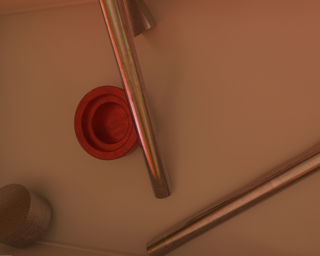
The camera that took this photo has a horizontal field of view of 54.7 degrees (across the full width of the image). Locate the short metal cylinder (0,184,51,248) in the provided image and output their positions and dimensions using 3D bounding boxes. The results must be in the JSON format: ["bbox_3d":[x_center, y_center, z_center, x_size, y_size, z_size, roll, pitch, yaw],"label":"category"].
[{"bbox_3d":[-0.209,0.128,0.451,0.080,0.050,0.080,-8,56,13],"label":"short metal cylinder"}]

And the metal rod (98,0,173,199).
[{"bbox_3d":[-0.030,-0.049,0.357,0.025,0.025,0.298,-7,112,19],"label":"metal rod"}]

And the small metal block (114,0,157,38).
[{"bbox_3d":[-0.031,-0.148,0.399,0.025,0.050,0.050,-27,105,18],"label":"small metal block"}]

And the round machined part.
[{"bbox_3d":[-0.063,-0.007,0.423,0.098,0.042,0.097,0,90,19],"label":"round machined part"}]

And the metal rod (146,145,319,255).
[{"bbox_3d":[0.108,0.082,0.372,0.300,0.025,0.025,-35,79,16],"label":"metal rod"}]
